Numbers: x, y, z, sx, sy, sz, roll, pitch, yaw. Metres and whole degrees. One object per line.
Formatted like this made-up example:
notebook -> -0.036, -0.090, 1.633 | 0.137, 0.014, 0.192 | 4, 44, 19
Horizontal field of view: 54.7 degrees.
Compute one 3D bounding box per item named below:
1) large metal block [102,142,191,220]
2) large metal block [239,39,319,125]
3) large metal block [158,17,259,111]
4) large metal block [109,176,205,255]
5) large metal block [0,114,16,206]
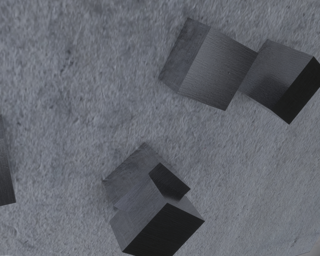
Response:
large metal block -> -0.018, 0.080, 0.432 | 0.080, 0.050, 0.080 | -43, 130, 1
large metal block -> 0.161, -0.064, 0.422 | 0.050, 0.080, 0.080 | 27, 103, -38
large metal block -> 0.058, -0.075, 0.377 | 0.081, 0.050, 0.080 | 15, 111, -35
large metal block -> -0.003, 0.121, 0.401 | 0.080, 0.050, 0.080 | -49, 129, 6
large metal block -> -0.195, 0.038, 0.308 | 0.081, 0.050, 0.079 | -9, 123, -24
